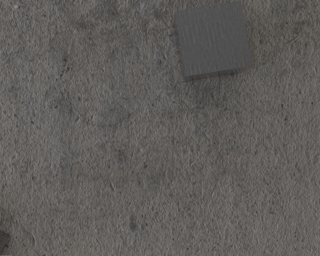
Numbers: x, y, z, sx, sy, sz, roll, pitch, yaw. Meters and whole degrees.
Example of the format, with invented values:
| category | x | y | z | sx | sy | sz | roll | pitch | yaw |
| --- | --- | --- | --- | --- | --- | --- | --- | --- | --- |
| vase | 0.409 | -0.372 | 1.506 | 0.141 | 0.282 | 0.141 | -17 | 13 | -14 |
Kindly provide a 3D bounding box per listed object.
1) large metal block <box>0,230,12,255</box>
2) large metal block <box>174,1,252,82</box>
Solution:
| category | x | y | z | sx | sy | sz | roll | pitch | yaw |
| --- | --- | --- | --- | --- | --- | --- | --- | --- | --- |
| large metal block | -0.249 | 0.150 | 0.380 | 0.080 | 0.080 | 0.050 | 29 | 90 | 0 |
| large metal block | 0.065 | -0.108 | 0.398 | 0.080 | 0.050 | 0.080 | -9 | 90 | 0 |
